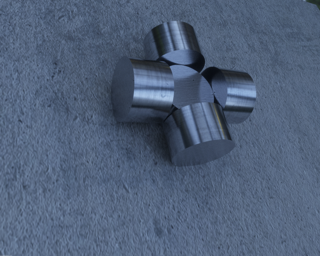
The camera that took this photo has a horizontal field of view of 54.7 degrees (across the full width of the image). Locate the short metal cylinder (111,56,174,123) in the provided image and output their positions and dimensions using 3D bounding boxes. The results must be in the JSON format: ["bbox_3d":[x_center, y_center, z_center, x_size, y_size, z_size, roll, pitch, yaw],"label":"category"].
[{"bbox_3d":[-0.024,-0.046,0.387,0.050,0.080,0.080,2,61,-28],"label":"short metal cylinder"}]

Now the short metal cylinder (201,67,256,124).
[{"bbox_3d":[0.092,-0.046,0.450,0.050,0.080,0.080,2,61,-28],"label":"short metal cylinder"}]

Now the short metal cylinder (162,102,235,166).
[{"bbox_3d":[0.048,0.010,0.391,0.081,0.080,0.050,0,61,-29],"label":"short metal cylinder"}]

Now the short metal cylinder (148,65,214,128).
[{"bbox_3d":[0.027,-0.040,0.430,0.081,0.050,0.080,14,56,-21],"label":"short metal cylinder"}]

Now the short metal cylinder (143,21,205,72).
[{"bbox_3d":[0.019,-0.106,0.445,0.081,0.080,0.050,2,62,-28],"label":"short metal cylinder"}]
